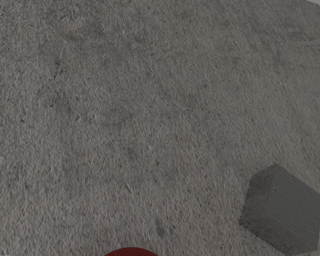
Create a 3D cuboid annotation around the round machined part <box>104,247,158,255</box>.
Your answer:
[{"bbox_3d":[-0.031,0.162,0.277,0.099,0.042,0.098,14,56,-21],"label":"round machined part"}]

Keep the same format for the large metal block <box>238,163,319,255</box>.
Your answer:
[{"bbox_3d":[0.160,0.108,0.408,0.080,0.050,0.080,35,51,-5],"label":"large metal block"}]
